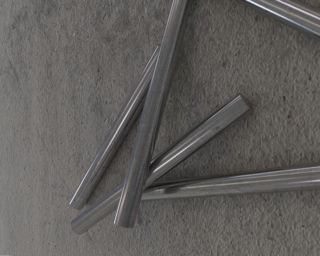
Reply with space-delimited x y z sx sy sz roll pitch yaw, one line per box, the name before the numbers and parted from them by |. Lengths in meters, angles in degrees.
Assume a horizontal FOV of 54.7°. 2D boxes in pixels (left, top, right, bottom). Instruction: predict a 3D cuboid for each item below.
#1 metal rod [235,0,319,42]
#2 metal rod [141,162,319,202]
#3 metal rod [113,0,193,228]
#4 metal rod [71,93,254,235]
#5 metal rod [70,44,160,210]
metal rod | 0.063 -0.171 0.352 0.300 0.025 0.025 43 116 31
metal rod | 0.063 0.065 0.352 0.300 0.025 0.025 -15 81 39
metal rod | -0.005 -0.031 0.372 0.025 0.025 0.298 13 87 39
metal rod | -0.014 0.058 0.391 0.299 0.025 0.025 -39 66 24
metal rod | -0.066 0.013 0.459 0.025 0.025 0.298 47 118 29
